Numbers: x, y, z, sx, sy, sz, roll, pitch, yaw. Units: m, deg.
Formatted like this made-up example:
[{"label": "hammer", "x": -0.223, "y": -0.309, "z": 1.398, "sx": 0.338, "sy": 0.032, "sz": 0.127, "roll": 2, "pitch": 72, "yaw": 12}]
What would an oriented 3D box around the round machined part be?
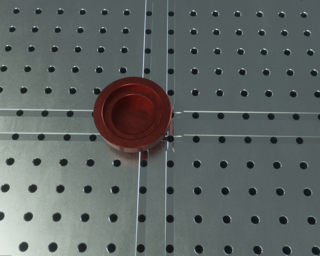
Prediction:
[{"label": "round machined part", "x": -0.034, "y": -0.015, "z": 0.408, "sx": 0.099, "sy": 0.042, "sz": 0.098, "roll": 0, "pitch": 70, "yaw": 0}]
